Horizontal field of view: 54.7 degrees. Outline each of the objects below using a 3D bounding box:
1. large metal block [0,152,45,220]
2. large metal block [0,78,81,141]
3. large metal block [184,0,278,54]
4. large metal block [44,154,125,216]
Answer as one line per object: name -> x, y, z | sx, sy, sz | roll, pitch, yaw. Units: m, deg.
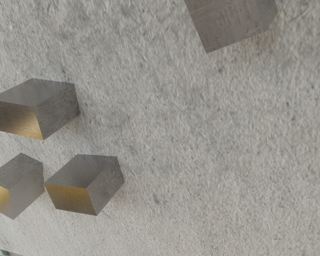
large metal block -> -0.264, 0.106, 0.573 | 0.050, 0.080, 0.079 | 22, 127, 14
large metal block -> -0.175, -0.030, 0.443 | 0.080, 0.080, 0.050 | 10, 123, 22
large metal block -> 0.059, -0.120, 0.265 | 0.050, 0.080, 0.080 | -15, 111, 34
large metal block -> -0.115, 0.085, 0.482 | 0.080, 0.080, 0.050 | 0, 119, 27
